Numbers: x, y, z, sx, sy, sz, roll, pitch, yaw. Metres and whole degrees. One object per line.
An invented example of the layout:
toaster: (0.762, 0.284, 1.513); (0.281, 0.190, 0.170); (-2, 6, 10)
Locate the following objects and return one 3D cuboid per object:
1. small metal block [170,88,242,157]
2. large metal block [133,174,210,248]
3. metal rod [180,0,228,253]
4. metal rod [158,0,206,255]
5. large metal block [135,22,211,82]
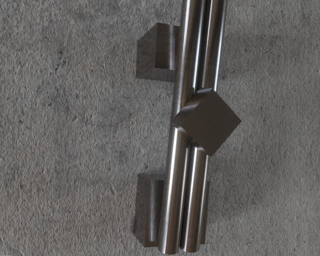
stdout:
small metal block: (0.048, -0.007, 0.324); (0.050, 0.025, 0.050); (44, 82, -21)
large metal block: (0.014, 0.104, 0.402); (0.081, 0.050, 0.080); (5, 88, -20)
metal rod: (0.048, -0.007, 0.351); (0.025, 0.025, 0.298); (3, 96, -20)
metal rod: (0.024, -0.008, 0.342); (0.025, 0.025, 0.298); (3, 96, -20)
large metal block: (0.020, -0.089, 0.389); (0.081, 0.080, 0.050); (3, 89, -20)
